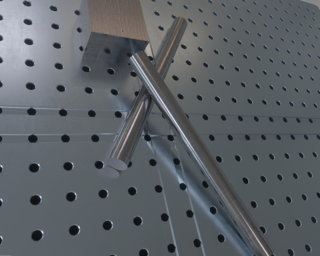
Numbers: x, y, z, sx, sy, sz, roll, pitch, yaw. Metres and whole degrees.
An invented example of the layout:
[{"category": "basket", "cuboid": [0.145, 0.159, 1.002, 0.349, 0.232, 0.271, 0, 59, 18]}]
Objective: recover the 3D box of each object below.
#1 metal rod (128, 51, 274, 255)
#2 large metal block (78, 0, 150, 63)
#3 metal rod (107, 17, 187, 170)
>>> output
[{"category": "metal rod", "cuboid": [0.049, 0.031, 0.396, 0.025, 0.025, 0.299, -29, 84, -37]}, {"category": "large metal block", "cuboid": [-0.068, -0.143, 0.443, 0.081, 0.050, 0.080, 2, 61, -28]}, {"category": "metal rod", "cuboid": [-0.007, -0.070, 0.447, 0.025, 0.025, 0.300, 29, 52, -10]}]
